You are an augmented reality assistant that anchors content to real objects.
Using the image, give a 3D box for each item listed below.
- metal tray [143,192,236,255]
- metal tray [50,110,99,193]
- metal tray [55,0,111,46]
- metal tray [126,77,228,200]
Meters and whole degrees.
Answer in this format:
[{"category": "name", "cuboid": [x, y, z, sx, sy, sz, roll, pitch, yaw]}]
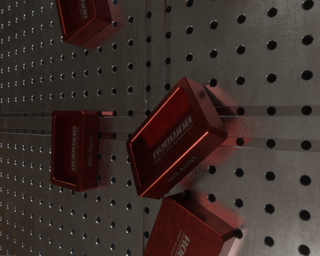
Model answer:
[{"category": "metal tray", "cuboid": [0.027, 0.158, 0.382, 0.090, 0.030, 0.129, 30, 108, 35]}, {"category": "metal tray", "cuboid": [-0.146, 0.035, 0.523, 0.090, 0.030, 0.129, 4, 92, 39]}, {"category": "metal tray", "cuboid": [-0.134, -0.215, 0.513, 0.090, 0.030, 0.129, -23, 76, 37]}, {"category": "metal tray", "cuboid": [0.013, 0.014, 0.374, 0.129, 0.030, 0.090, -47, 42, 29]}]
